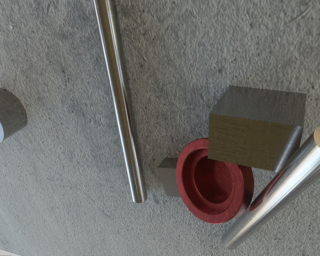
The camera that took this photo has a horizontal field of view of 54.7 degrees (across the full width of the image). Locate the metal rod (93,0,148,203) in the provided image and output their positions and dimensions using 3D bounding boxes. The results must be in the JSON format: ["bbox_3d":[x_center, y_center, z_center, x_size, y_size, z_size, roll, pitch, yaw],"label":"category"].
[{"bbox_3d":[-0.048,-0.020,0.418,0.025,0.025,0.298,7,122,24],"label":"metal rod"}]

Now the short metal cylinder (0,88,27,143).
[{"bbox_3d":[-0.273,-0.020,0.519,0.080,0.050,0.079,13,124,20],"label":"short metal cylinder"}]

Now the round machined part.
[{"bbox_3d":[0.068,0.059,0.366,0.098,0.042,0.097,5,97,47],"label":"round machined part"}]

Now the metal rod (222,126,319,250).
[{"bbox_3d":[0.109,0.087,0.331,0.025,0.025,0.299,25,150,13],"label":"metal rod"}]

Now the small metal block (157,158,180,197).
[{"bbox_3d":[0.030,0.070,0.433,0.050,0.025,0.050,-2,118,29],"label":"small metal block"}]

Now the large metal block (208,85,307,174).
[{"bbox_3d":[0.100,-0.003,0.315,0.080,0.080,0.050,10,120,22],"label":"large metal block"}]
